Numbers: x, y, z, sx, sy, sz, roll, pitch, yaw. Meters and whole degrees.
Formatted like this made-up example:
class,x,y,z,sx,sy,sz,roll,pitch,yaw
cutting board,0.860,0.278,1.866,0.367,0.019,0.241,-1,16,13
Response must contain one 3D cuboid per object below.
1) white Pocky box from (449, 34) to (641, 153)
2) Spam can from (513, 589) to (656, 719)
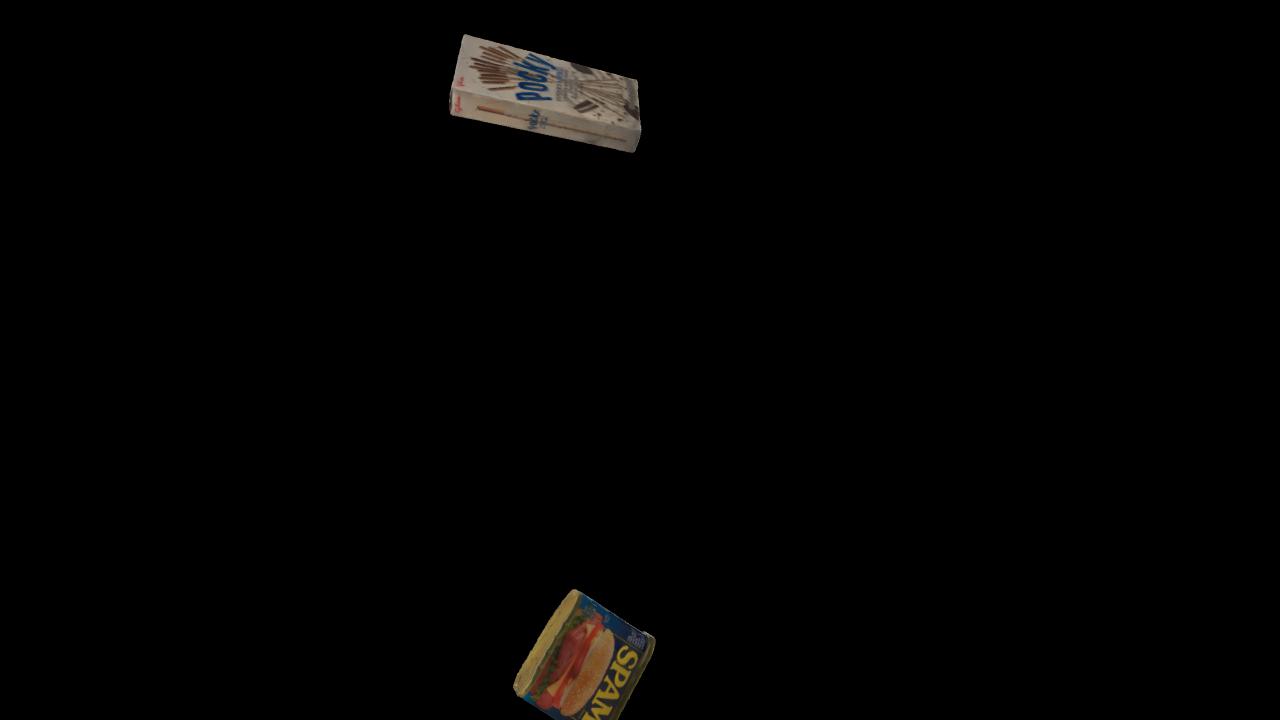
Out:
class,x,y,z,sx,sy,sz,roll,pitch,yaw
white Pocky box,-0.076,-0.223,0.520,0.154,0.084,0.028,7,-37,-15
Spam can,-0.050,0.270,0.548,0.085,0.101,0.058,36,-22,-7
